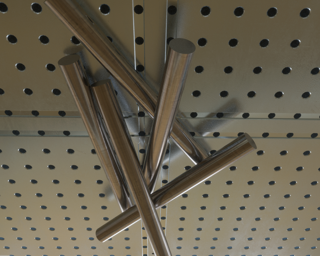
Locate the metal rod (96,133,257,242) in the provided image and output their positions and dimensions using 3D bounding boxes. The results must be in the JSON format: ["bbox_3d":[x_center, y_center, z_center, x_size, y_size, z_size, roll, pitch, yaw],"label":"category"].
[{"bbox_3d":[0.009,0.098,0.459,0.299,0.025,0.025,-37,121,25],"label":"metal rod"}]

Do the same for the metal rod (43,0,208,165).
[{"bbox_3d":[-0.017,-0.037,0.379,0.025,0.025,0.300,-29,125,22],"label":"metal rod"}]

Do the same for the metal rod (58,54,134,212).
[{"bbox_3d":[-0.077,0.036,0.440,0.025,0.025,0.298,-8,130,6],"label":"metal rod"}]

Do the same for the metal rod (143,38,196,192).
[{"bbox_3d":[-0.002,0.020,0.399,0.025,0.025,0.298,7,139,-6],"label":"metal rod"}]

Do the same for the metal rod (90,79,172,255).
[{"bbox_3d":[-0.031,0.077,0.426,0.025,0.025,0.298,-12,114,10],"label":"metal rod"}]
